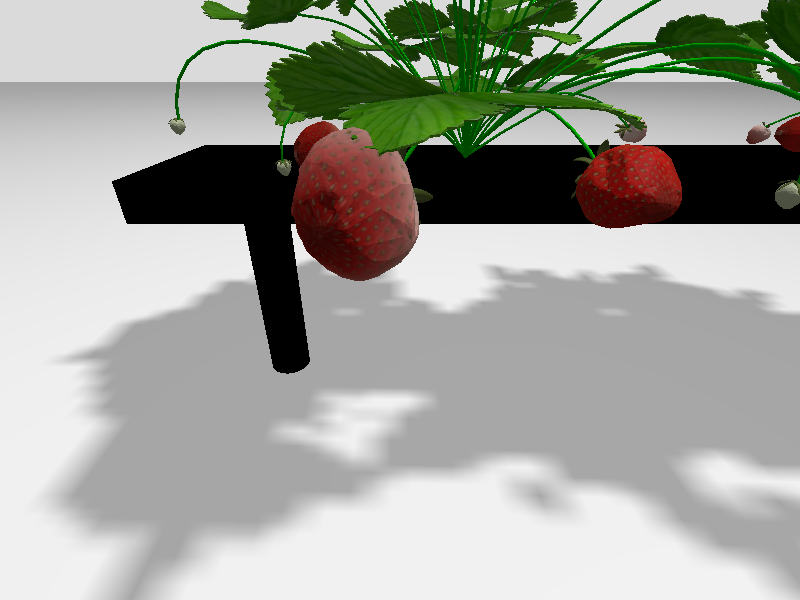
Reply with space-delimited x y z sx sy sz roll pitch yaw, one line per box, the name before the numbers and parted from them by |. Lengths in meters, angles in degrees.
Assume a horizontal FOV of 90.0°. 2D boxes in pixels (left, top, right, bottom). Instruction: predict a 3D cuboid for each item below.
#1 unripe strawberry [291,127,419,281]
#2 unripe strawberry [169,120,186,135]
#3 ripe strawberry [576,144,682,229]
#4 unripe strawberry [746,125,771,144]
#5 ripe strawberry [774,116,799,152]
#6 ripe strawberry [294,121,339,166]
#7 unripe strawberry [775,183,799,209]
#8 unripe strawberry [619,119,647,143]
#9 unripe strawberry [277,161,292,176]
unripe strawberry | -0.016 -0.029 0.129 0.042 0.048 0.046 9 32 15
unripe strawberry | -0.180 -0.140 0.325 0.011 0.011 0.011 0 30 0
ripe strawberry | 0.098 -0.046 0.170 0.041 0.036 0.037 -7 37 -12
unripe strawberry | 0.344 -0.159 0.386 0.017 0.017 0.019 -51 1 36
ripe strawberry | 0.343 -0.143 0.345 0.031 0.030 0.034 3 30 6
ripe strawberry | -0.052 -0.095 0.256 0.033 0.035 0.031 -22 37 -31
unripe strawberry | 0.177 -0.047 0.181 0.011 0.011 0.011 -20 35 -30
unripe strawberry | 0.229 -0.165 0.390 0.025 0.022 0.025 5 26 -27
unripe strawberry | -0.079 -0.090 0.273 0.010 0.010 0.011 -14 33 -23
